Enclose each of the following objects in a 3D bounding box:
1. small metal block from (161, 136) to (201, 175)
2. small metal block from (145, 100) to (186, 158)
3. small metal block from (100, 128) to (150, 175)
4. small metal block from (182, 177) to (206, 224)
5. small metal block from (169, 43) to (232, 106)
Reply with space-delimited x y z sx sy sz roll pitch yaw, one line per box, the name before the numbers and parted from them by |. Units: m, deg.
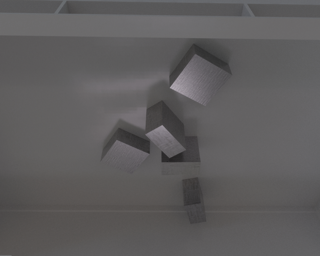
small metal block | 0.027 0.037 0.424 0.050 0.050 0.025 0 130 0
small metal block | 0.007 0.001 0.394 0.025 0.050 0.050 -29 124 22
small metal block | -0.049 0.034 0.437 0.050 0.025 0.050 25 126 -20
small metal block | 0.054 0.115 0.491 0.025 0.050 0.050 -12 129 9
small metal block | 0.046 -0.060 0.358 0.050 0.025 0.050 25 126 -20
